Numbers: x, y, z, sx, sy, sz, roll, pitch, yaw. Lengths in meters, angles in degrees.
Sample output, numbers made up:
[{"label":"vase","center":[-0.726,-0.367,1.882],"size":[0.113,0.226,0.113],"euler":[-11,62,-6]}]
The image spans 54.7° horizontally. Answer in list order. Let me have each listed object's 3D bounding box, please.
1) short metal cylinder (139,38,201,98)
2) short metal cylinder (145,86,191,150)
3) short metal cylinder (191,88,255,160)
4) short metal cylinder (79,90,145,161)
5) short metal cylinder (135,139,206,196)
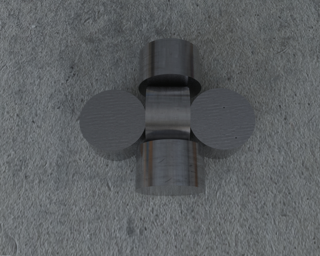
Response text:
[{"label":"short metal cylinder","center":[0.013,-0.073,0.407],"size":[0.081,0.080,0.050],"euler":[0,70,0]},{"label":"short metal cylinder","center":[0.009,-0.012,0.385],"size":[0.050,0.080,0.080],"euler":[0,70,0]},{"label":"short metal cylinder","center":[0.075,-0.004,0.397],"size":[0.080,0.050,0.080],"euler":[0,70,0]},{"label":"short metal cylinder","center":[-0.057,-0.002,0.396],"size":[0.081,0.050,0.080],"euler":[0,70,-1]},{"label":"short metal cylinder","center":[0.012,0.049,0.363],"size":[0.081,0.080,0.050],"euler":[0,70,0]}]
